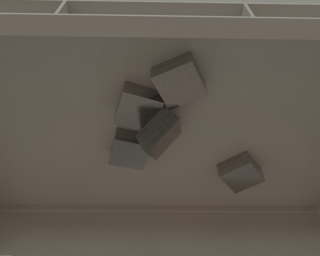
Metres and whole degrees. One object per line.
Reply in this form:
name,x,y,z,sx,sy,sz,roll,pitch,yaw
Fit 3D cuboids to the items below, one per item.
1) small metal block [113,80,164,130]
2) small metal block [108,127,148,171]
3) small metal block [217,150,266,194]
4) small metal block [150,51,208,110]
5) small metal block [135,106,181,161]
small metal block,-0.027,-0.026,0.387,0.050,0.025,0.050,14,129,-12
small metal block,-0.042,0.030,0.434,0.050,0.025,0.050,12,129,-11
small metal block,0.122,0.067,0.467,0.050,0.025,0.050,-30,124,23
small metal block,0.023,-0.055,0.363,0.050,0.025,0.050,-20,128,16
small metal block,0.000,0.008,0.386,0.050,0.025,0.050,-46,161,-13
